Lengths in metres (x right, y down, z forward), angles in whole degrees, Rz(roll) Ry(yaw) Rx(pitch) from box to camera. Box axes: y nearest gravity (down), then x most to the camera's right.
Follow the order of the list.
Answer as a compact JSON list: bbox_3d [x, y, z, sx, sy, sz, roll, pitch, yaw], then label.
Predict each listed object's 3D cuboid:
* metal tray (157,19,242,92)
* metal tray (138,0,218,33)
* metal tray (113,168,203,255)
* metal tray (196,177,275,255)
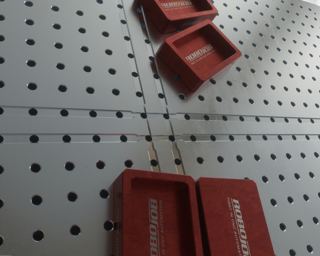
[{"bbox_3d":[0.069,-0.124,0.517,0.090,0.030,0.131,49,51,6],"label":"metal tray"},{"bbox_3d":[0.033,-0.222,0.557,0.131,0.030,0.090,-24,75,-36],"label":"metal tray"},{"bbox_3d":[-0.002,0.113,0.334,0.091,0.030,0.130,10,57,-23],"label":"metal tray"},{"bbox_3d":[0.087,0.127,0.373,0.091,0.030,0.130,7,59,-24],"label":"metal tray"}]
